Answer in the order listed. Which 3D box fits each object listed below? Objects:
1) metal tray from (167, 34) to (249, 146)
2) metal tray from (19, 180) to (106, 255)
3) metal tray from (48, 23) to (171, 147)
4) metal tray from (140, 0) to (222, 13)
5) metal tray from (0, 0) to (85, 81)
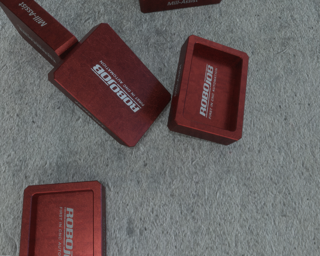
[{"bbox_3d":[0.066,-0.050,0.411,0.091,0.030,0.130,15,70,-13],"label":"metal tray"},{"bbox_3d":[-0.110,0.130,0.356,0.091,0.030,0.130,-4,70,-2],"label":"metal tray"},{"bbox_3d":[-0.057,-0.050,0.382,0.130,0.030,0.090,46,72,-27],"label":"metal tray"},{"bbox_3d":[0.028,-0.235,0.491,0.131,0.030,0.090,-9,70,-4],"label":"metal tray"},{"bbox_3d":[-0.154,-0.122,0.416,0.130,0.090,0.030,42,76,14],"label":"metal tray"}]
